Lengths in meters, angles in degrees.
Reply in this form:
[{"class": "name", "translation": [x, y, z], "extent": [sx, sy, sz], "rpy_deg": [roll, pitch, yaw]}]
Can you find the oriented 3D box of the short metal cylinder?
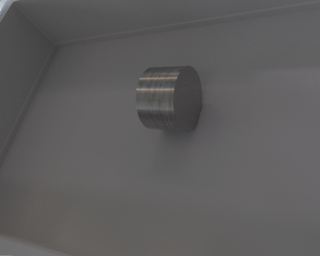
[{"class": "short metal cylinder", "translation": [0.014, -0.036, 0.386], "extent": [0.050, 0.080, 0.080], "rpy_deg": [4, 64, 30]}]
